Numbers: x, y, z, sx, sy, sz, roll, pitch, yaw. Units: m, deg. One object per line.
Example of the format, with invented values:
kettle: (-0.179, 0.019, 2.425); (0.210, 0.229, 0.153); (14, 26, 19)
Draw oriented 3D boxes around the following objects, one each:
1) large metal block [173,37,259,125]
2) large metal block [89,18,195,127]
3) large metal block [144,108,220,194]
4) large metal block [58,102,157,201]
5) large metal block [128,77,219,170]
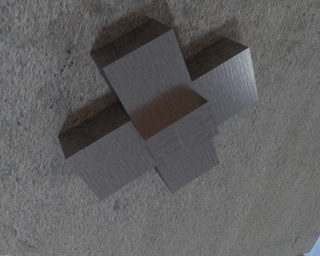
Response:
large metal block: (0.073, -0.057, 0.398); (0.080, 0.050, 0.080); (-32, 129, -8)
large metal block: (-0.018, -0.061, 0.345); (0.080, 0.050, 0.080); (-32, 129, -8)
large metal block: (0.027, 0.030, 0.426); (0.080, 0.050, 0.080); (-32, 129, -8)
large metal block: (-0.062, 0.028, 0.376); (0.080, 0.050, 0.080); (-32, 129, -8)
large metal block: (0.010, -0.009, 0.374); (0.080, 0.080, 0.050); (-32, 129, -8)
